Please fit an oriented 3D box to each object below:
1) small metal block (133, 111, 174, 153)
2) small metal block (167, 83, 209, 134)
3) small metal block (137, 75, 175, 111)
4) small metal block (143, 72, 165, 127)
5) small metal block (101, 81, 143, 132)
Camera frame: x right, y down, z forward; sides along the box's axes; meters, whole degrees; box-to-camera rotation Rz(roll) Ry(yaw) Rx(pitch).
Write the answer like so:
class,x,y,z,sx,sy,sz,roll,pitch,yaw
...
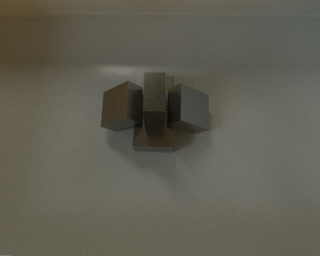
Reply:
class,x,y,z,sx,sy,sz,roll,pitch,yaw
small metal block,-0.008,0.004,0.406,0.050,0.025,0.050,2,70,1
small metal block,0.037,-0.024,0.404,0.050,0.025,0.050,17,66,-36
small metal block,-0.007,-0.044,0.423,0.050,0.025,0.050,3,70,0
small metal block,-0.007,-0.034,0.379,0.025,0.050,0.050,1,70,0
small metal block,-0.050,-0.027,0.403,0.050,0.025,0.050,-17,64,40
